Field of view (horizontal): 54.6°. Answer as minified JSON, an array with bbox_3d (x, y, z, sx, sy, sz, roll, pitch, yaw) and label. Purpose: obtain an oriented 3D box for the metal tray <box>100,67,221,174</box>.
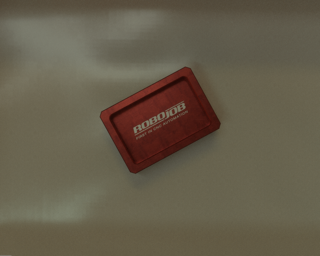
[{"bbox_3d":[0.000,-0.010,0.406,0.130,0.030,0.090,-28,90,-1],"label":"metal tray"}]
